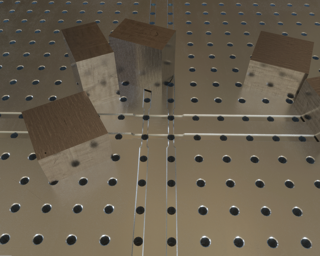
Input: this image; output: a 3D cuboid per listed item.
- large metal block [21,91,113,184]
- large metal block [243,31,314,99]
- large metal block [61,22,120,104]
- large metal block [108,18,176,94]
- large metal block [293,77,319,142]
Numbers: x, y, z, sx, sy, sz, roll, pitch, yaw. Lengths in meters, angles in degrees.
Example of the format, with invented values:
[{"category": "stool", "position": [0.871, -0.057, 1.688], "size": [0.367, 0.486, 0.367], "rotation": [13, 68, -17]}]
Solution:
[{"category": "large metal block", "position": [-0.113, 0.009, 0.383], "size": [0.081, 0.050, 0.080], "rotation": [-22, 54, -18]}, {"category": "large metal block", "position": [0.181, -0.098, 0.475], "size": [0.080, 0.050, 0.080], "rotation": [18, 52, 14]}, {"category": "large metal block", "position": [-0.099, -0.093, 0.450], "size": [0.050, 0.080, 0.080], "rotation": [-20, 53, -16]}, {"category": "large metal block", "position": [-0.024, -0.106, 0.461], "size": [0.080, 0.080, 0.050], "rotation": [18, 53, 15]}, {"category": "large metal block", "position": [0.243, -0.027, 0.416], "size": [0.081, 0.050, 0.080], "rotation": [-10, 51, -9]}]
